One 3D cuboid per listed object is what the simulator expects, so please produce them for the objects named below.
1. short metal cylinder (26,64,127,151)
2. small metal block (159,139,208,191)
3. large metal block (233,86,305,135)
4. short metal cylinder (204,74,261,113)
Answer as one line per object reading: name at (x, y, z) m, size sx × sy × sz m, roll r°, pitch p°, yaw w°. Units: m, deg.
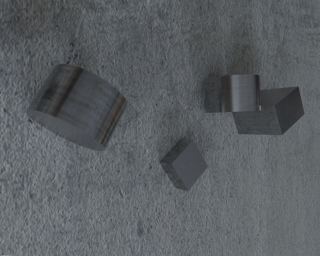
short metal cylinder at (-0.079, -0.018, 0.302) m, size 0.080 × 0.080 × 0.050 m, roll 37°, pitch 67°, yaw -34°
small metal block at (0.034, 0.051, 0.433) m, size 0.050 × 0.025 × 0.050 m, roll -45°, pitch 117°, yaw -30°
large metal block at (0.181, -0.029, 0.520) m, size 0.081 × 0.080 × 0.050 m, roll -32°, pitch 110°, yaw -35°
short metal cylinder at (0.107, -0.049, 0.458) m, size 0.081 × 0.080 × 0.050 m, roll -5°, pitch 94°, yaw -40°
